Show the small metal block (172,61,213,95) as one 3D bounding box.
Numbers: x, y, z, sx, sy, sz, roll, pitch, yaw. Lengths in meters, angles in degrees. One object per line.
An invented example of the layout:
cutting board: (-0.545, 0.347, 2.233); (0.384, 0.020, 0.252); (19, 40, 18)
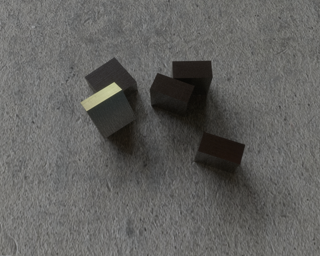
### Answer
small metal block: (0.041, -0.067, 0.419); (0.050, 0.050, 0.025); (-1, 70, -1)

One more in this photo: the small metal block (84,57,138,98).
small metal block: (-0.067, -0.061, 0.430); (0.050, 0.025, 0.050); (-37, 74, -13)

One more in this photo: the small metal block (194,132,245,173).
small metal block: (0.072, 0.031, 0.384); (0.050, 0.050, 0.025); (17, 71, 6)

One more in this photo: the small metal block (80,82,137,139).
small metal block: (-0.065, -0.022, 0.399); (0.050, 0.050, 0.025); (-34, 42, -11)

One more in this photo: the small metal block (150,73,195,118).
small metal block: (0.016, -0.042, 0.410); (0.050, 0.050, 0.025); (21, 72, 7)
